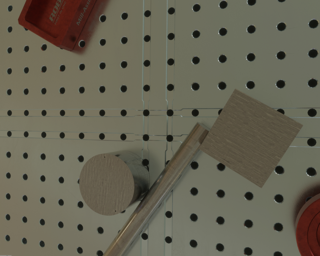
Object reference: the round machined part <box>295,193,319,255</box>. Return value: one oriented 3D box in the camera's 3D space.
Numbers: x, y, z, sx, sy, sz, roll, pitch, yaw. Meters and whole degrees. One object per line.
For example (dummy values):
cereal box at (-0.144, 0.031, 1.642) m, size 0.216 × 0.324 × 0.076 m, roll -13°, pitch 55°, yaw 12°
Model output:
round machined part at (0.199, 0.114, 0.333) m, size 0.098 × 0.042 × 0.097 m, roll 0°, pitch 90°, yaw 20°

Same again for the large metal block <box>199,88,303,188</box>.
large metal block at (0.105, 0.010, 0.362) m, size 0.080 × 0.050 × 0.080 m, roll 33°, pitch 100°, yaw 17°

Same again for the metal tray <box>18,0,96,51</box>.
metal tray at (-0.146, -0.193, 0.461) m, size 0.090 × 0.030 × 0.129 m, roll 32°, pitch 100°, yaw 17°

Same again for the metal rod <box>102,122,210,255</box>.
metal rod at (-0.025, 0.120, 0.421) m, size 0.025 × 0.025 × 0.299 m, roll 38°, pitch 102°, yaw 16°

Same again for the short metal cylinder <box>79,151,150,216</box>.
short metal cylinder at (-0.061, 0.072, 0.421) m, size 0.080 × 0.050 × 0.079 m, roll 0°, pitch 90°, yaw 20°
